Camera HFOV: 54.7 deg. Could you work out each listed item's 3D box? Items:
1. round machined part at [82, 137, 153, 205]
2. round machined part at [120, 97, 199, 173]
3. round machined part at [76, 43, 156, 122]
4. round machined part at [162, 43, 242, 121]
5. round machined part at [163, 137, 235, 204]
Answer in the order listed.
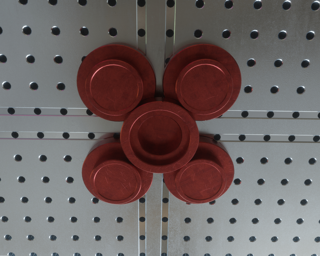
[{"bbox_3d":[-0.059,0.065,0.428,0.099,0.042,0.097,0,110,-1],"label":"round machined part"},{"bbox_3d":[0.000,0.006,0.405,0.099,0.042,0.097,0,110,-1],"label":"round machined part"},{"bbox_3d":[-0.054,-0.053,0.383,0.099,0.042,0.097,0,110,-1],"label":"round machined part"},{"bbox_3d":[0.052,-0.054,0.384,0.099,0.042,0.097,0,110,-1],"label":"round machined part"},{"bbox_3d":[0.054,0.064,0.428,0.099,0.042,0.097,0,110,-1],"label":"round machined part"}]
